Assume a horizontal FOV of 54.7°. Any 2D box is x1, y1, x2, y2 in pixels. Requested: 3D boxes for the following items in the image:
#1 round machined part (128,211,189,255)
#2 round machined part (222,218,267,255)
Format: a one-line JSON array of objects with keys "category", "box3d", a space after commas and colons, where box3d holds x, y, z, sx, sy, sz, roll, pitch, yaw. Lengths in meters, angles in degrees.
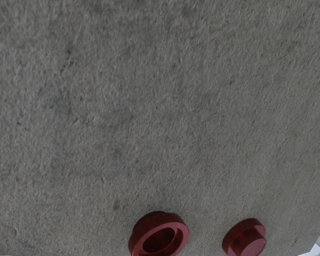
[{"category": "round machined part", "box3d": [-0.006, 0.175, 0.503, 0.099, 0.042, 0.097, -14, 125, -21]}, {"category": "round machined part", "box3d": [0.182, 0.240, 0.648, 0.099, 0.042, 0.097, -14, 125, -21]}]
